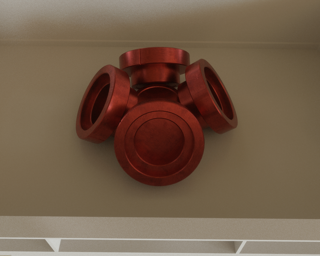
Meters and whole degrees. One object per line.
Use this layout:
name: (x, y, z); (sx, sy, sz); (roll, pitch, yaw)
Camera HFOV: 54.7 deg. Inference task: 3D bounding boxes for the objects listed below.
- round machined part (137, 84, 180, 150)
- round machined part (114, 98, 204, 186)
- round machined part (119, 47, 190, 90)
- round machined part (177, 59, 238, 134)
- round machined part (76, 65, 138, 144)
round machined part: (-0.003, -0.021, 0.409); (0.099, 0.042, 0.098); (0, 50, 0)
round machined part: (-0.001, 0.013, 0.356); (0.099, 0.097, 0.042); (-1, 14, -1)
round machined part: (-0.007, -0.078, 0.433); (0.099, 0.098, 0.042); (-3, 88, -3)
round machined part: (0.058, -0.036, 0.400); (0.042, 0.098, 0.098); (-27, 45, 25)
round machined part: (-0.064, -0.026, 0.389); (0.042, 0.098, 0.098); (22, 41, -32)
